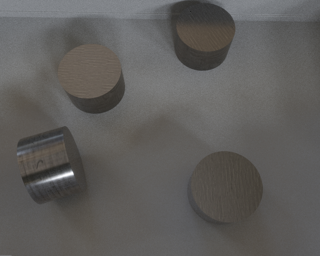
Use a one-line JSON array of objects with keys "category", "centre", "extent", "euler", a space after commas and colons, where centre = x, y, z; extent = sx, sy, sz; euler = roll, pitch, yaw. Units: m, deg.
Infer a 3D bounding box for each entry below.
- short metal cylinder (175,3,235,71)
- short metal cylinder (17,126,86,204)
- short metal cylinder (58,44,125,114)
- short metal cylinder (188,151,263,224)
[{"category": "short metal cylinder", "centre": [0.062, -0.130, 0.445], "extent": [0.081, 0.050, 0.080], "euler": [0, 70, 0]}, {"category": "short metal cylinder", "centre": [-0.124, 0.043, 0.363], "extent": [0.050, 0.080, 0.080], "euler": [-17, 71, -6]}, {"category": "short metal cylinder", "centre": [-0.090, -0.066, 0.419], "extent": [0.081, 0.050, 0.080], "euler": [0, 70, 0]}, {"category": "short metal cylinder", "centre": [0.075, 0.073, 0.371], "extent": [0.081, 0.050, 0.080], "euler": [0, 70, 0]}]
